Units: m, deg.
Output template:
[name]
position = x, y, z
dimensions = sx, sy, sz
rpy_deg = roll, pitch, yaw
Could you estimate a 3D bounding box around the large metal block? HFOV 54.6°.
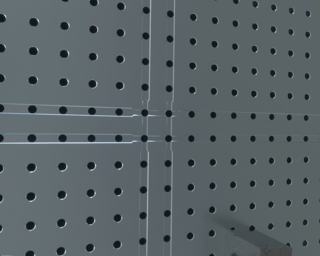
[large metal block]
position = 0.132, 0.193, 0.432
dimensions = 0.050, 0.080, 0.080
rpy_deg = 6, 88, -20
